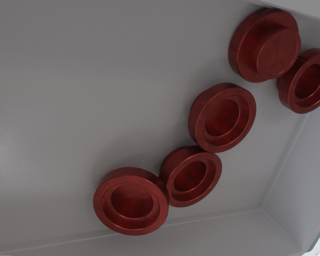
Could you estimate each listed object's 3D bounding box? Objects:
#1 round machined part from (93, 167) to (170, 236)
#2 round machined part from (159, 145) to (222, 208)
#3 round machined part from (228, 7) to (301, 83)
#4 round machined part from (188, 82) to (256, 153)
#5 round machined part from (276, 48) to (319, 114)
[{"bbox_3d":[-0.036,0.093,0.418,0.099,0.042,0.097,2,115,4],"label":"round machined part"},{"bbox_3d":[0.039,0.066,0.457,0.099,0.042,0.097,-16,127,-23],"label":"round machined part"},{"bbox_3d":[0.143,-0.103,0.408,0.099,0.042,0.097,-14,128,-19],"label":"round machined part"},{"bbox_3d":[0.081,-0.018,0.430,0.099,0.042,0.097,-14,123,-22],"label":"round machined part"},{"bbox_3d":[0.219,-0.074,0.471,0.099,0.042,0.097,-14,124,-21],"label":"round machined part"}]
